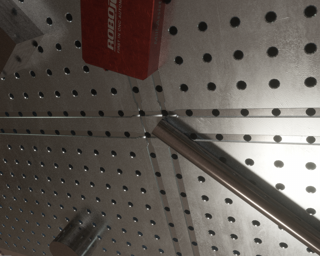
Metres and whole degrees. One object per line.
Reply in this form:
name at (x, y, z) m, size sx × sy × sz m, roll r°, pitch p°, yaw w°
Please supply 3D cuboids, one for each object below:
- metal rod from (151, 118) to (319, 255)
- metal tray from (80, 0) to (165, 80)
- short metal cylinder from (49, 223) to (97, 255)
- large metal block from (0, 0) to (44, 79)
metal rod at (0.118, 0.085, 0.401) m, size 0.301 × 0.025 × 0.025 m, roll 36°, pitch 129°, yaw 3°
metal tray at (-0.044, -0.128, 0.350) m, size 0.090 × 0.030 × 0.129 m, roll 19°, pitch 126°, yaw 16°
short metal cylinder at (-0.178, 0.244, 0.637) m, size 0.080 × 0.050 × 0.079 m, roll 13°, pitch 124°, yaw 20°
large metal block at (-0.223, -0.128, 0.430) m, size 0.080 × 0.050 × 0.080 m, roll 48°, pitch 129°, yaw -6°
